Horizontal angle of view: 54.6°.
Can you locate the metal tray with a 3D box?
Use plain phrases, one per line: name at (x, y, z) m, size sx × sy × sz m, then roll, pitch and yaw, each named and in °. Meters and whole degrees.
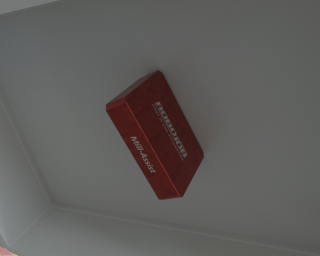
metal tray at (0.000, 0.007, 0.368) m, size 0.030 × 0.090 × 0.130 m, roll -17°, pitch 110°, yaw 34°
